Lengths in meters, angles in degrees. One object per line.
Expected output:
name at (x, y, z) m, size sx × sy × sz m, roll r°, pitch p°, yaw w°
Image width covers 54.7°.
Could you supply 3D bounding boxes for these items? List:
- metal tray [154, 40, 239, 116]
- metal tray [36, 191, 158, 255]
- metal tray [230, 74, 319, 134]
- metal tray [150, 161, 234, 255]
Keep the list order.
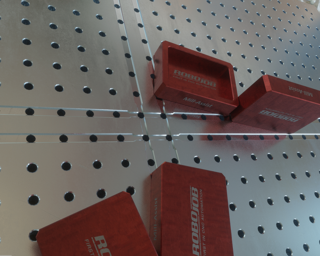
metal tray at (0.057, -0.076, 0.483) m, size 0.131 × 0.030 × 0.090 m, roll 13°, pitch 56°, yaw -21°
metal tray at (-0.044, 0.135, 0.280) m, size 0.091 × 0.030 × 0.130 m, roll -23°, pitch 73°, yaw -15°
metal tray at (0.189, -0.033, 0.490) m, size 0.131 × 0.090 × 0.030 m, roll 11°, pitch 57°, yaw -23°
metal tray at (0.036, 0.110, 0.359) m, size 0.091 × 0.030 × 0.130 m, roll 14°, pitch 56°, yaw -21°
